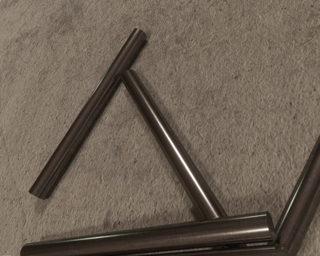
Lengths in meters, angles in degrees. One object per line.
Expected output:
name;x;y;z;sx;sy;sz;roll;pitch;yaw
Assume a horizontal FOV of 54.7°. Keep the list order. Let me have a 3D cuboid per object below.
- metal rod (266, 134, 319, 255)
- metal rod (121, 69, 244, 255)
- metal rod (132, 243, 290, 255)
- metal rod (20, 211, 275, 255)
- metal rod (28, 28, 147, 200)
metal rod;0.149;0.047;0.296;0.025;0.025;0.300;22;73;36
metal rod;0.013;0.021;0.383;0.025;0.025;0.300;-35;51;5
metal rod;-0.028;0.143;0.312;0.300;0.025;0.025;-16;55;25
metal rod;-0.036;0.121;0.327;0.300;0.025;0.025;-16;55;25
metal rod;-0.103;-0.031;0.474;0.025;0.025;0.300;18;71;34
